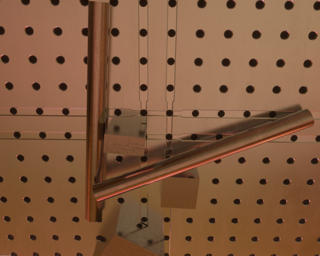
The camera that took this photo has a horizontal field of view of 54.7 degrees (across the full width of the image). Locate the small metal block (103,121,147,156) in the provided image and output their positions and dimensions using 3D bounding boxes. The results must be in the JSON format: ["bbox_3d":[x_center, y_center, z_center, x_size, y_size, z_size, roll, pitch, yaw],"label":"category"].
[{"bbox_3d":[-0.044,0.013,0.404,0.050,0.050,0.025,6,110,-2],"label":"small metal block"}]

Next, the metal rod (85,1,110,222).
[{"bbox_3d":[-0.084,-0.007,0.409,0.025,0.025,0.298,5,110,-2],"label":"metal rod"}]

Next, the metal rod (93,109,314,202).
[{"bbox_3d":[0.056,0.037,0.415,0.301,0.025,0.025,-20,109,2],"label":"metal rod"}]

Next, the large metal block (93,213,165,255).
[{"bbox_3d":[-0.049,0.189,0.469,0.080,0.050,0.080,30,107,-11],"label":"large metal block"}]

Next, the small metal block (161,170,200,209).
[{"bbox_3d":[0.028,0.087,0.446,0.050,0.025,0.050,4,110,-2],"label":"small metal block"}]
